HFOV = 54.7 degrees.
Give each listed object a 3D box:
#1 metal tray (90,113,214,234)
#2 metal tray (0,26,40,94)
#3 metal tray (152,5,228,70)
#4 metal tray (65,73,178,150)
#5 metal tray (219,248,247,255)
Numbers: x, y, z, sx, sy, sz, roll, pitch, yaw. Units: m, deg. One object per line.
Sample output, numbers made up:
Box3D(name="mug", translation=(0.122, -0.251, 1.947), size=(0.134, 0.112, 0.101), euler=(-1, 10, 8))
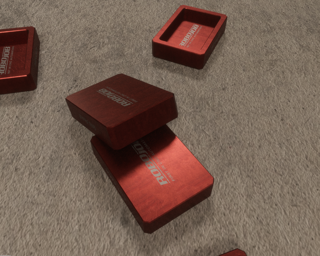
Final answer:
Box3D(name="metal tray", translation=(-0.012, 0.044, 0.363), size=(0.091, 0.030, 0.130), euler=(-27, 55, -21))
Box3D(name="metal tray", translation=(-0.242, -0.108, 0.487), size=(0.091, 0.030, 0.130), euler=(-9, 51, -8))
Box3D(name="metal tray", translation=(0.053, -0.161, 0.535), size=(0.090, 0.030, 0.130), euler=(20, 52, 15))
Box3D(name="metal tray", translation=(-0.052, -0.027, 0.390), size=(0.091, 0.030, 0.130), euler=(-29, 34, -25))
Box3D(name="metal tray", translation=(0.056, 0.178, 0.251), size=(0.091, 0.030, 0.130), euler=(-15, 52, -13))
